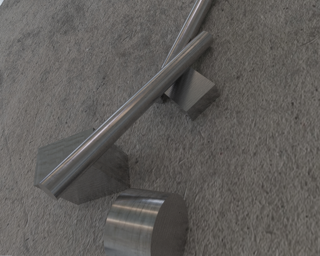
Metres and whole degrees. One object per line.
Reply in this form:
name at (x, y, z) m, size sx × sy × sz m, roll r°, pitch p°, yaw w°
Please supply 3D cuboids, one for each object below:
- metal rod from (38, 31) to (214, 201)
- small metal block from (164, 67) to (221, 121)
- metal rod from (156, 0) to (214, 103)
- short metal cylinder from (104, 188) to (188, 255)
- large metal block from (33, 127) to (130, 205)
metal rod at (-0.020, -0.034, 0.373) m, size 0.025 × 0.025 × 0.301 m, roll 18°, pitch 51°, yaw 35°
small metal block at (0.042, -0.045, 0.410) m, size 0.050 × 0.025 × 0.050 m, roll -43°, pitch 51°, yaw -2°
metal rod at (0.055, -0.169, 0.478) m, size 0.025 × 0.025 × 0.300 m, roll 14°, pitch 68°, yaw 33°
short metal cylinder at (-0.011, 0.103, 0.311) m, size 0.050 × 0.080 × 0.080 m, roll 1°, pitch 62°, yaw 29°
large metal block at (-0.094, 0.051, 0.386) m, size 0.080 × 0.080 × 0.050 m, roll -20°, pitch 54°, yaw 17°
